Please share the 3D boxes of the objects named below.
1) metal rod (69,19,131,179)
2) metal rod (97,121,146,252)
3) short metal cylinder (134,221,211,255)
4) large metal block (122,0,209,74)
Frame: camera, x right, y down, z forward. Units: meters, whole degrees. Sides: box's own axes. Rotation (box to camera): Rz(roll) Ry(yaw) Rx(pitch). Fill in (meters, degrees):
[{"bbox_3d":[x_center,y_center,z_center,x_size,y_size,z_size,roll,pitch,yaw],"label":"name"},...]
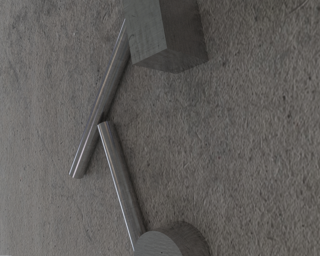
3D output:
[{"bbox_3d":[-0.083,-0.051,0.473,0.025,0.025,0.298,37,113,33],"label":"metal rod"},{"bbox_3d":[-0.037,0.131,0.435,0.025,0.025,0.299,-30,71,36],"label":"metal rod"},{"bbox_3d":[0.015,0.159,0.377,0.080,0.050,0.079,0,90,40],"label":"short metal cylinder"},{"bbox_3d":[0.008,-0.114,0.363,0.050,0.081,0.080,-16,80,39],"label":"large metal block"}]
